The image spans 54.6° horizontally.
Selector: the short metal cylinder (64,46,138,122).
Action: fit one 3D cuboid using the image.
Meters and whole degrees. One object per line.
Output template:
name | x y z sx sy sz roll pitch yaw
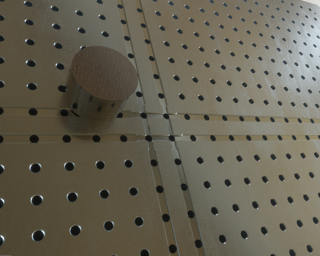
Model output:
short metal cylinder | -0.074 -0.054 0.385 0.081 0.050 0.080 13 56 -21
